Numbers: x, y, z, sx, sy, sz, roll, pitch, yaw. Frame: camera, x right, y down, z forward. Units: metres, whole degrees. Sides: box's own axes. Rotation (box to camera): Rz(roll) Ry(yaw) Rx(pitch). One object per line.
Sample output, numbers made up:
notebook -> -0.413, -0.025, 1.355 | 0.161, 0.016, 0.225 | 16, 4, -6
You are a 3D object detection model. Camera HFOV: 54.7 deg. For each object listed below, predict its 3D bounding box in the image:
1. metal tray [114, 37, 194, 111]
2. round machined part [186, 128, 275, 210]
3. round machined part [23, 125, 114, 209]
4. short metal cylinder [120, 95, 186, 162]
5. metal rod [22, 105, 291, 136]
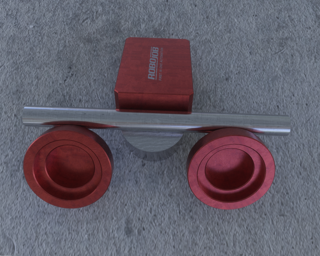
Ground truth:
metal tray -> -0.005, -0.073, 0.405 | 0.091, 0.030, 0.130 | 2, 44, 0
round machined part -> 0.080, 0.044, 0.367 | 0.099, 0.042, 0.097 | 0, 113, 0
round machined part -> -0.104, 0.042, 0.367 | 0.099, 0.042, 0.097 | 0, 108, -1
short metal cylinder -> -0.008, -0.001, 0.397 | 0.081, 0.050, 0.080 | 0, 70, 0
metal rod -> -0.004, -0.008, 0.360 | 0.302, 0.025, 0.025 | 2, 70, 0
